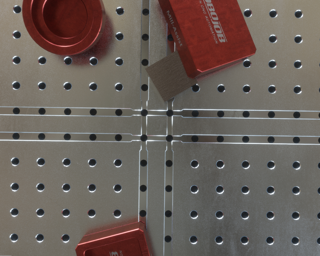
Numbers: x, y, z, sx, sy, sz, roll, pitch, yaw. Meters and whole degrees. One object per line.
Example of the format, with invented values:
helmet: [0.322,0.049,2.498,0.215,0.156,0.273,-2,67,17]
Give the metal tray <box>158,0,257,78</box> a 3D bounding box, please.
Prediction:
metal tray: [0.058,-0.139,0.398,0.091,0.030,0.129,-22,90,-18]

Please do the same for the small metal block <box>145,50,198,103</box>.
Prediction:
small metal block: [0.015,-0.068,0.413,0.050,0.025,0.050,-30,90,0]

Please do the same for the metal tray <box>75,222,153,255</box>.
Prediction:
metal tray: [-0.049,0.201,0.410,0.090,0.030,0.129,-15,90,0]

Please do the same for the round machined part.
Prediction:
round machined part: [-0.118,-0.143,0.396,0.099,0.042,0.097,0,105,2]
